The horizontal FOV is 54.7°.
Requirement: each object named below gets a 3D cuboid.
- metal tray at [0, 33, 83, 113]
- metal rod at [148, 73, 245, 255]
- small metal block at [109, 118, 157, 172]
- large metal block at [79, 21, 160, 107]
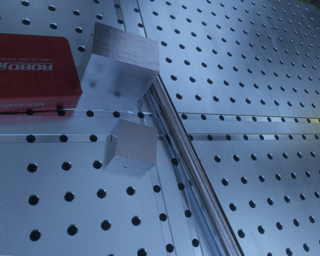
[{"bbox_3d":[-0.165,-0.064,0.356,0.131,0.030,0.090,-6,65,-31],"label":"metal tray"},{"bbox_3d":[0.039,0.043,0.404,0.025,0.025,0.299,-11,67,-33],"label":"metal rod"},{"bbox_3d":[-0.032,0.021,0.379,0.050,0.025,0.050,15,56,-20],"label":"small metal block"},{"bbox_3d":[-0.054,-0.076,0.391,0.081,0.080,0.050,11,57,-23],"label":"large metal block"}]
